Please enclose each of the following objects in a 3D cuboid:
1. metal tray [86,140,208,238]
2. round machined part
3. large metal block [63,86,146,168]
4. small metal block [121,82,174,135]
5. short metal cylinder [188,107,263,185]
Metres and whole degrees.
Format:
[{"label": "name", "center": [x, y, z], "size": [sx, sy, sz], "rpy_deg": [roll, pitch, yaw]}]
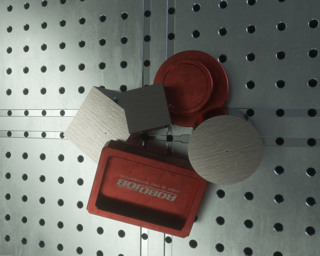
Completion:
[{"label": "metal tray", "center": [-0.015, 0.076, 0.385], "size": [0.131, 0.030, 0.089], "rpy_deg": [16, 103, -3]}, {"label": "round machined part", "center": [0.036, -0.050, 0.390], "size": [0.098, 0.042, 0.097], "rpy_deg": [0, 90, 20]}, {"label": "large metal block", "center": [-0.070, 0.000, 0.424], "size": [0.080, 0.050, 0.080], "rpy_deg": [37, 102, 16]}, {"label": "small metal block", "center": [-0.014, -0.022, 0.368], "size": [0.050, 0.025, 0.050], "rpy_deg": [-13, 83, 8]}, {"label": "short metal cylinder", "center": [0.074, 0.019, 0.361], "size": [0.080, 0.050, 0.079], "rpy_deg": [2, 104, 8]}]
